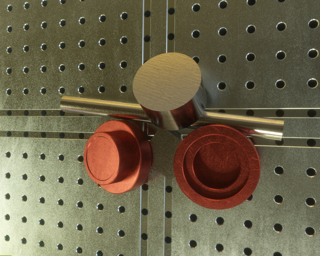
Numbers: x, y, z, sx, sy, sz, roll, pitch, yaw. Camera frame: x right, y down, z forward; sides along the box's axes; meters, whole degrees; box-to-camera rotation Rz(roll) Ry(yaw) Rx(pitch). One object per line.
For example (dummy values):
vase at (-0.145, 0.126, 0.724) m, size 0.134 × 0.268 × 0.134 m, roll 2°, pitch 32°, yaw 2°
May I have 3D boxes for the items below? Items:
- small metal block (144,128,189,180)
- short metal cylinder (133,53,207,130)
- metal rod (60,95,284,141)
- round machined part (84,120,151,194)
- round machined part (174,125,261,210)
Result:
small metal block at (0.011, 0.031, 0.405) m, size 0.050 × 0.025 × 0.050 m, roll 38°, pitch 102°, yaw 16°
short metal cylinder at (0.013, -0.044, 0.375) m, size 0.080 × 0.050 × 0.080 m, roll -6°, pitch 63°, yaw 13°
metal rod at (0.001, -0.017, 0.408) m, size 0.301 × 0.025 × 0.025 m, roll 8°, pitch 93°, yaw 19°
round machined part at (-0.062, 0.038, 0.408) m, size 0.098 × 0.042 × 0.097 m, roll 1°, pitch 91°, yaw 38°
round machined part at (0.069, 0.044, 0.373) m, size 0.098 × 0.042 × 0.097 m, roll 1°, pitch 93°, yaw 17°
